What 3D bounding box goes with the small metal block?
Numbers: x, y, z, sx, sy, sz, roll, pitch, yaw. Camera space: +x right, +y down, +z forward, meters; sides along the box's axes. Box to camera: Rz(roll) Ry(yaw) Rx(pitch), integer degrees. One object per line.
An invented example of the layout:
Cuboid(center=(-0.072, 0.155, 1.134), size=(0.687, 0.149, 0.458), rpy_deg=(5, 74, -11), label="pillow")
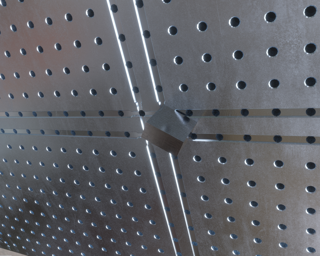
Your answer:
Cuboid(center=(0.012, 0.002, 0.389), size=(0.050, 0.050, 0.025), rpy_deg=(28, 128, 10), label="small metal block")
